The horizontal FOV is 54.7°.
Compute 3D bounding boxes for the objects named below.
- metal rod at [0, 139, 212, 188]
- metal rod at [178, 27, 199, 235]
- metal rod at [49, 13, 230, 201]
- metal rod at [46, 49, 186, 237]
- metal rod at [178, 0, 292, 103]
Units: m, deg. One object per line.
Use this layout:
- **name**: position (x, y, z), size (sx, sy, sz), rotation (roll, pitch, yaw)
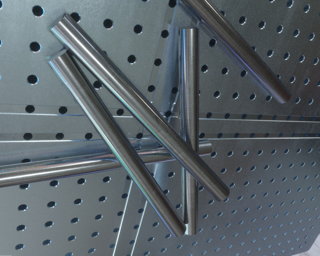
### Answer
- **metal rod**: position (-0.064, 0.043, 0.404), size (0.303, 0.025, 0.025), rotation (-6, 121, -26)
- **metal rod**: position (0.040, 0.020, 0.418), size (0.025, 0.025, 0.298), rotation (-13, 115, -22)
- **metal rod**: position (-0.005, -0.005, 0.365), size (0.025, 0.025, 0.300), rotation (-43, 117, 1)
- **metal rod**: position (-0.038, 0.039, 0.385), size (0.025, 0.025, 0.299), rotation (-34, 120, -6)
- **metal rod**: position (0.094, -0.110, 0.396), size (0.301, 0.025, 0.025), rotation (30, 101, -38)
